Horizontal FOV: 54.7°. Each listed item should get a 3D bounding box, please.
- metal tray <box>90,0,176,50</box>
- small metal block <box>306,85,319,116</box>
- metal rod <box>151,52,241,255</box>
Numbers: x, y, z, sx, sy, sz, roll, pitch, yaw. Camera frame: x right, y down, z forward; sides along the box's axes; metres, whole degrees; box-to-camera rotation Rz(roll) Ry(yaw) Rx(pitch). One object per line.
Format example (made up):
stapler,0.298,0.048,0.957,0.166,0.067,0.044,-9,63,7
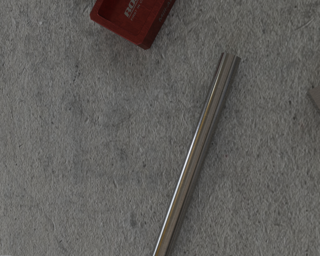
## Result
metal tray,-0.026,-0.183,0.414,0.090,0.030,0.129,33,100,16
small metal block,0.199,-0.030,0.339,0.050,0.025,0.050,-29,81,17
metal rod,0.040,0.053,0.394,0.025,0.025,0.298,21,97,18
